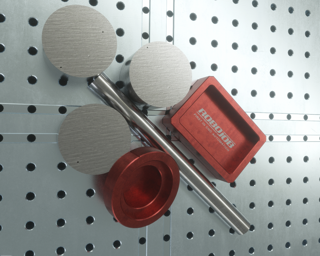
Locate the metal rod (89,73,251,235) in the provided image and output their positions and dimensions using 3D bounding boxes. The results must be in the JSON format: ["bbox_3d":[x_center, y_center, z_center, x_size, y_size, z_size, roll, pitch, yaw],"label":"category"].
[{"bbox_3d":[0.022,0.043,0.421,0.300,0.025,0.025,46,76,-14],"label":"metal rod"}]

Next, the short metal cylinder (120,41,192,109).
[{"bbox_3d":[-0.006,-0.065,0.396,0.081,0.050,0.080,0,90,-20],"label":"short metal cylinder"}]

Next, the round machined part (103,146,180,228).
[{"bbox_3d":[-0.026,0.069,0.383,0.099,0.042,0.097,-14,113,-35],"label":"round machined part"}]

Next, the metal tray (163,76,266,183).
[{"bbox_3d":[0.079,0.003,0.438,0.130,0.030,0.090,45,77,-15],"label":"metal tray"}]

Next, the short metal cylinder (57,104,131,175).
[{"bbox_3d":[-0.080,0.012,0.369,0.081,0.050,0.080,0,90,-20],"label":"short metal cylinder"}]

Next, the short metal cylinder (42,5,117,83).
[{"bbox_3d":[-0.095,-0.096,0.364,0.081,0.050,0.080,0,90,-20],"label":"short metal cylinder"}]
